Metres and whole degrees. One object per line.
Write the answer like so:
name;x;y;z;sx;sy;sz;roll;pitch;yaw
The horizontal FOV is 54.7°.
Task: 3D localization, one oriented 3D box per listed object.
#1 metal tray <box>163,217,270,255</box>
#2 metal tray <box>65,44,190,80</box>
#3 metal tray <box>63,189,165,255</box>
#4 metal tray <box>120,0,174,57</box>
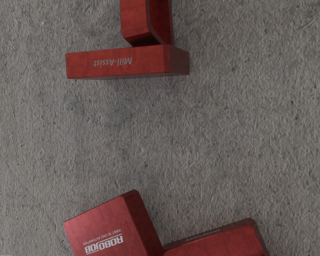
metal tray;0.070;0.175;0.381;0.130;0.030;0.090;-25;82;18
metal tray;-0.037;-0.079;0.385;0.130;0.090;0.030;0;97;20
metal tray;-0.066;0.146;0.411;0.130;0.030;0.090;-31;79;32
metal tray;-0.014;-0.152;0.367;0.030;0.090;0.129;-8;77;20
